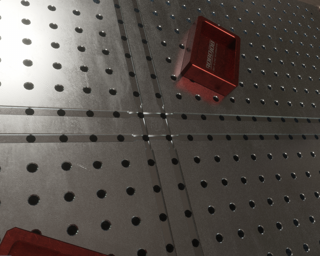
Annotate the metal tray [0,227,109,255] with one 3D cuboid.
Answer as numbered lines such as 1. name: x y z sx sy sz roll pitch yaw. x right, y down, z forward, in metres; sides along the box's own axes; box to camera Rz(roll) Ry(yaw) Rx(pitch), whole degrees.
1. metal tray: -0.086 0.151 0.267 0.131 0.030 0.090 24 53 -14

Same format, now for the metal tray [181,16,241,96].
1. metal tray: 0.091 -0.126 0.533 0.090 0.030 0.130 23 53 -14
